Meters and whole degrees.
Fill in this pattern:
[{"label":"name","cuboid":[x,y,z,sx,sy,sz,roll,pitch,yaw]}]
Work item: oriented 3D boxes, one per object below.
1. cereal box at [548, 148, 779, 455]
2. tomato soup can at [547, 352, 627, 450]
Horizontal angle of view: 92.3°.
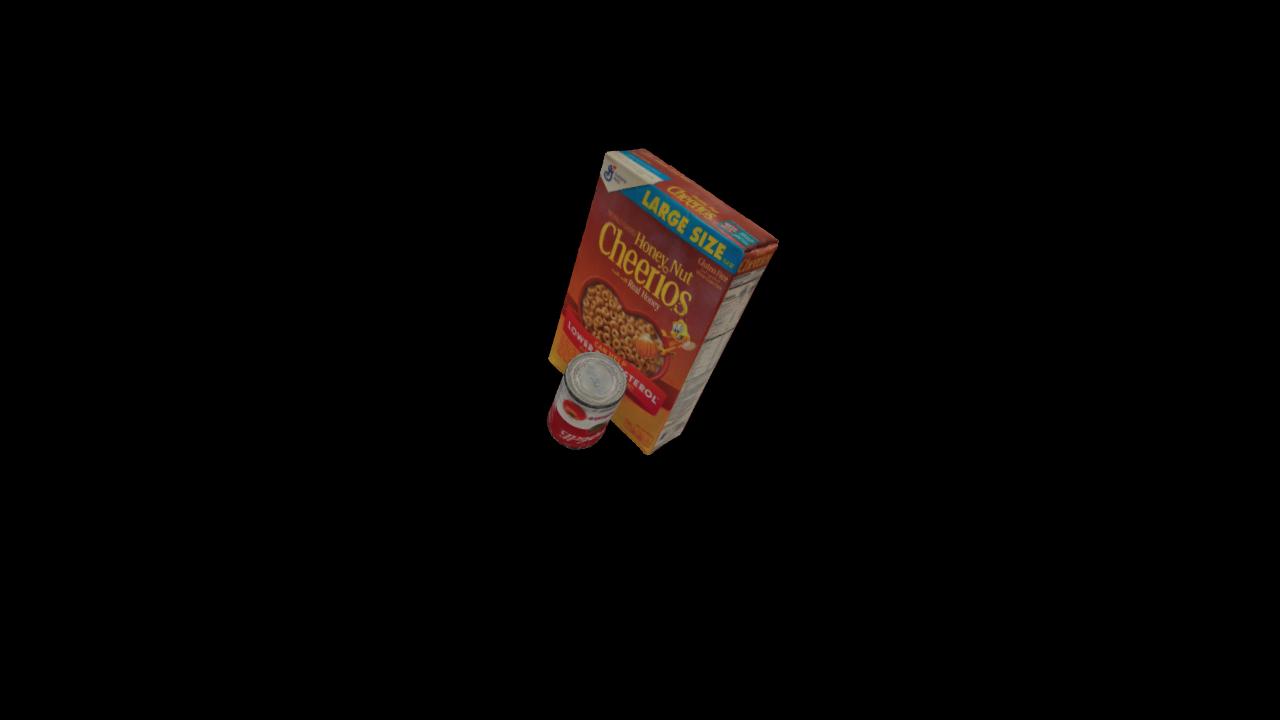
[{"label":"cereal box","cuboid":[0.008,-0.062,0.726,0.203,0.306,0.081,42,42,23]},{"label":"tomato soup can","cuboid":[-0.058,0.044,0.662,0.068,0.068,0.101,0,-33,-21]}]
